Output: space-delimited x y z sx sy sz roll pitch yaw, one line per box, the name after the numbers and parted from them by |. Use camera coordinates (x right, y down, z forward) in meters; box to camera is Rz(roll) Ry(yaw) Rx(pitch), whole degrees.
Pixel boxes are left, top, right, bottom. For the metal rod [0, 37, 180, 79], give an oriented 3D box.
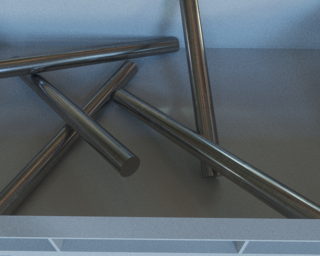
-0.107 -0.106 0.463 0.302 0.025 0.025 -15 51 -24 | metal rod

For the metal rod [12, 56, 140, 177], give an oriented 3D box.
-0.128 -0.031 0.401 0.025 0.025 0.300 -34 49 -25 | metal rod

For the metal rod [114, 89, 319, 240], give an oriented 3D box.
0.042 0.020 0.349 0.025 0.025 0.300 -35 46 -25 | metal rod

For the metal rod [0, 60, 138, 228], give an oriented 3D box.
-0.115 0.006 0.398 0.025 0.025 0.301 22 53 17 | metal rod

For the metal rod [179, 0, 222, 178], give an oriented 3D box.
0.048 -0.087 0.400 0.025 0.025 0.299 -5 74 -4 | metal rod
